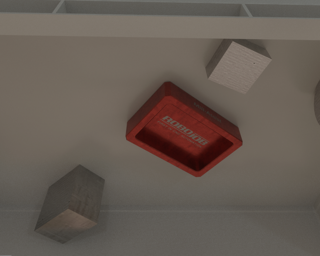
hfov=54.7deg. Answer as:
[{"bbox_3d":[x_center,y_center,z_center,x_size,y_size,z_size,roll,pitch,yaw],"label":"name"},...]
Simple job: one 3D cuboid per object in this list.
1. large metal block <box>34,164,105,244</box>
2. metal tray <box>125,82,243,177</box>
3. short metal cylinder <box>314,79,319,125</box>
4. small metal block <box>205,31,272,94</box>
[{"bbox_3d":[-0.134,0.115,0.469,0.080,0.080,0.050,-35,122,26],"label":"large metal block"},{"bbox_3d":[0.032,0.007,0.412,0.131,0.030,0.090,31,124,-24],"label":"metal tray"},{"bbox_3d":[0.221,-0.033,0.349,0.050,0.080,0.079,5,130,-5],"label":"short metal cylinder"},{"bbox_3d":[0.087,-0.072,0.349,0.050,0.025,0.050,19,127,-16],"label":"small metal block"}]
